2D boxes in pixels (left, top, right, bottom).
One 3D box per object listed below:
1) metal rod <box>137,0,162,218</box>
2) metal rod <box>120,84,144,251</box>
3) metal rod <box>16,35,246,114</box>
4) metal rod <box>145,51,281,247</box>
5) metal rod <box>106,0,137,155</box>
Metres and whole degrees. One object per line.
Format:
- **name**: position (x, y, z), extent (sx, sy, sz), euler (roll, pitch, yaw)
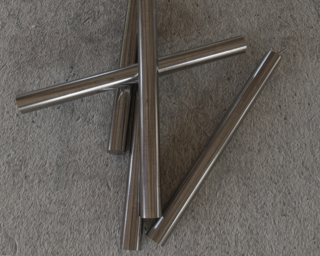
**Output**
- **metal rod**: position (-0.014, -0.046, 0.377), extent (0.025, 0.025, 0.298), euler (-1, 81, -1)
- **metal rod**: position (-0.024, 0.000, 0.407), extent (0.025, 0.025, 0.299), euler (3, 70, 1)
- **metal rod**: position (-0.031, -0.072, 0.406), extent (0.302, 0.025, 0.025), euler (-17, 71, -7)
- **metal rod**: position (0.078, 0.015, 0.402), extent (0.025, 0.025, 0.300), euler (33, 73, 11)
- **metal rod**: position (-0.045, -0.109, 0.447), extent (0.025, 0.025, 0.299), euler (4, 70, 1)
